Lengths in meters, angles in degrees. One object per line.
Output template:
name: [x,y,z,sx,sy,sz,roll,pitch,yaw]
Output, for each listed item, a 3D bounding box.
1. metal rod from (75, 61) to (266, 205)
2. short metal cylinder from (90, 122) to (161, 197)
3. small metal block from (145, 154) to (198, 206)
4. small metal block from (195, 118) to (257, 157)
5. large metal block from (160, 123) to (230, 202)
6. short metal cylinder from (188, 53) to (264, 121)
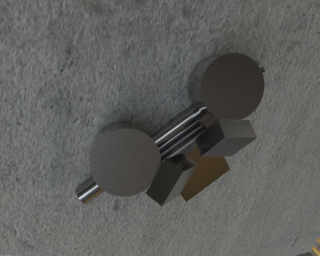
metal rod: [0.018,0.004,0.421,0.301,0.025,0.025,-36,129,-5]
short metal cylinder: [-0.043,0.036,0.374,0.081,0.050,0.079,-2,100,-13]
small metal block: [0.015,0.061,0.376,0.050,0.025,0.050,-61,159,16]
small metal block: [0.080,0.013,0.381,0.050,0.025,0.050,2,148,-30]
large metal block: [0.043,0.046,0.444,0.080,0.050,0.080,-36,130,-5]
short metal cylinder: [0.081,-0.051,0.387,0.081,0.050,0.079,-2,100,-12]
